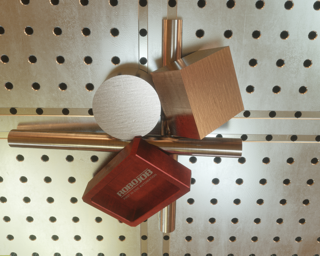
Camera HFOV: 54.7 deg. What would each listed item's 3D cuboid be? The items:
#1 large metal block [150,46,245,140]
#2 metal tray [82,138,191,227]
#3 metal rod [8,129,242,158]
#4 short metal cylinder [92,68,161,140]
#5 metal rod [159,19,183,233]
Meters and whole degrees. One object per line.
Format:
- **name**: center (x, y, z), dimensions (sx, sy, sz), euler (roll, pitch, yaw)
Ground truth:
- **large metal block**: center (0.046, -0.042, 0.364), dimensions (0.081, 0.050, 0.080), euler (-31, 113, -31)
- **metal tray**: center (-0.033, 0.077, 0.411), dimensions (0.090, 0.030, 0.129), euler (34, 127, -18)
- **metal rod**: center (-0.049, 0.020, 0.402), dimensions (0.302, 0.025, 0.025), euler (2, 110, 6)
- **short metal cylinder**: center (-0.039, -0.032, 0.388), dimensions (0.081, 0.050, 0.079), euler (0, 110, 0)
- **metal rod**: center (0.013, 0.011, 0.417), dimensions (0.025, 0.025, 0.298), euler (1, 110, -1)
